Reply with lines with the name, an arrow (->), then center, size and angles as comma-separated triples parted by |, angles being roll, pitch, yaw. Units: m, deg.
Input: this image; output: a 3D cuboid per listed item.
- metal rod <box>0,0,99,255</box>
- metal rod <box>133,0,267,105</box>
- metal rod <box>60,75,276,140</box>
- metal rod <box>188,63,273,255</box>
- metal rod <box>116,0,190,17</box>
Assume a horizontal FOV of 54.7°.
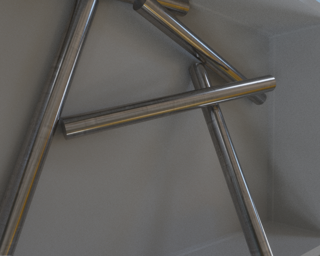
metal rod -> -0.117, -0.001, 0.309 | 0.025, 0.025, 0.299 | 24, 75, -38
metal rod -> 0.079, -0.101, 0.462 | 0.301, 0.025, 0.025 | 25, 74, -41
metal rod -> 0.030, -0.033, 0.391 | 0.303, 0.025, 0.025 | -14, 100, -26
metal rod -> 0.092, 0.047, 0.409 | 0.025, 0.025, 0.299 | 1, 65, -40
metal rod -> -0.083, -0.162, 0.337 | 0.302, 0.025, 0.025 | -3, 93, -40
